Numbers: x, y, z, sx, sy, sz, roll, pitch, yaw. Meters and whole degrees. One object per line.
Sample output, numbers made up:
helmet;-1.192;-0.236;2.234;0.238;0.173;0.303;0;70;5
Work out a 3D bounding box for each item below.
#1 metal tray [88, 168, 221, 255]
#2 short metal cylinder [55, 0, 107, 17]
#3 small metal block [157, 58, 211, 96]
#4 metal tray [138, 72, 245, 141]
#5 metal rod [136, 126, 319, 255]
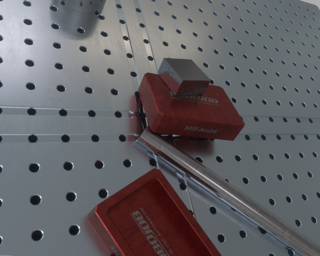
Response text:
metal tray;-0.003;0.119;0.330;0.091;0.030;0.130;-29;78;-37
short metal cylinder;-0.116;-0.214;0.460;0.081;0.050;0.080;14;56;-21
small metal block;0.033;-0.071;0.426;0.050;0.025;0.050;-6;48;-36
metal tray;0.042;-0.029;0.429;0.131;0.030;0.090;7;41;-25
metal rod;0.100;0.093;0.405;0.301;0.025;0.025;35;51;-5
